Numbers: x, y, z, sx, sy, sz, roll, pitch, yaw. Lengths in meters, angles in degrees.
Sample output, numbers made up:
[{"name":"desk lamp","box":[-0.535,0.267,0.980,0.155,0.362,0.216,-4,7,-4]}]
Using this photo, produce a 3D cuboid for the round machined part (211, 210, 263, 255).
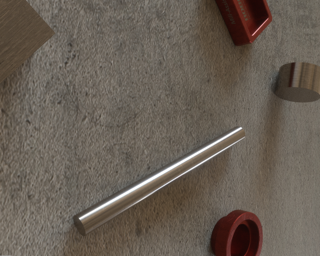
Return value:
[{"name":"round machined part","box":[0.120,0.180,0.498,0.099,0.042,0.097,0,90,-40]}]

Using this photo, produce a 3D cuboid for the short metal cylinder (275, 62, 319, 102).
[{"name":"short metal cylinder","box":[0.269,-0.087,0.598,0.080,0.080,0.050,22,76,-38]}]

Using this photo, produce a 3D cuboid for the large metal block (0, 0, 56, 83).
[{"name":"large metal block","box":[-0.153,-0.082,0.260,0.080,0.050,0.080,50,60,-29]}]

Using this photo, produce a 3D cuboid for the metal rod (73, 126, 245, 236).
[{"name":"metal rod","box":[0.023,0.057,0.425,0.302,0.025,0.025,-24,105,-38]}]

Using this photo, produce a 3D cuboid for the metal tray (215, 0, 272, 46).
[{"name":"metal tray","box":[0.136,-0.216,0.517,0.090,0.030,0.130,-47,118,-30]}]
